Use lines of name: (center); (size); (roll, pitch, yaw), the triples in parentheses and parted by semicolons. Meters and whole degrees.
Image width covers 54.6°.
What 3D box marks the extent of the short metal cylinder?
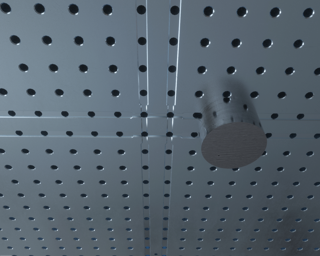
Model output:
short metal cylinder: (0.091, 0.007, 0.402); (0.080, 0.050, 0.080); (0, 130, 0)
